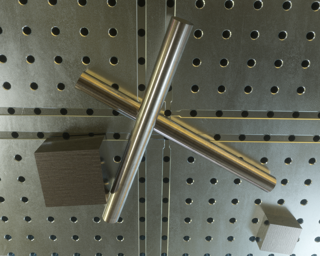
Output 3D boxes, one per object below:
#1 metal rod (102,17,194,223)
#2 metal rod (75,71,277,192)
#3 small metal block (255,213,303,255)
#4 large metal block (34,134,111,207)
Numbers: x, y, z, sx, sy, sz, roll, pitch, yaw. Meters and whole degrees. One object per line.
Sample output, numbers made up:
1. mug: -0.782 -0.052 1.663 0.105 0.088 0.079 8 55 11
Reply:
1. metal rod: -0.025 0.010 0.392 0.025 0.025 0.298 18 118 -7
2. metal rod: 0.029 0.010 0.417 0.301 0.025 0.025 29 107 -11
3. small metal block: 0.182 0.164 0.476 0.050 0.025 0.050 10 110 -4
4. large metal block: -0.113 0.057 0.420 0.081 0.050 0.079 -3 110 1
